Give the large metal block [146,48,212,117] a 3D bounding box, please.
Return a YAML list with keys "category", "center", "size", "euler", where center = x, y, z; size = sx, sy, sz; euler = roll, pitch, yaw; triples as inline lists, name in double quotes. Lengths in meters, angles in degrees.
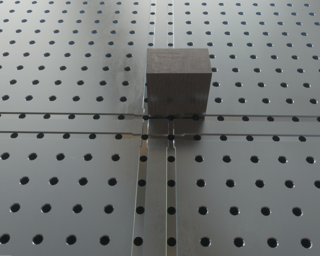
- category: "large metal block"
  center: [0.023, -0.060, 0.423]
  size: [0.080, 0.080, 0.050]
  euler: [0, 50, 0]
